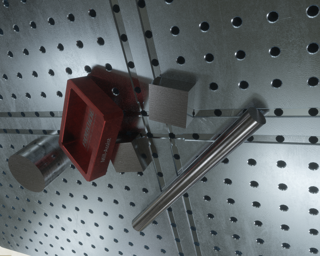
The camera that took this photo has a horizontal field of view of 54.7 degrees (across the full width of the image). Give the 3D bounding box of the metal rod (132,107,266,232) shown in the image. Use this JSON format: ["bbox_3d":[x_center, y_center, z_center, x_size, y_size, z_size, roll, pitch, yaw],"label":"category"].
[{"bbox_3d":[0.036,0.076,0.439,0.025,0.025,0.298,40,129,1],"label":"metal rod"}]

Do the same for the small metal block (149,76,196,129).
[{"bbox_3d":[0.014,-0.032,0.384,0.050,0.025,0.050,14,124,20],"label":"small metal block"}]

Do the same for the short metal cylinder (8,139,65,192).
[{"bbox_3d":[-0.220,0.067,0.553,0.080,0.050,0.079,13,124,21],"label":"short metal cylinder"}]

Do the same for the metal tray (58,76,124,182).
[{"bbox_3d":[-0.104,0.003,0.444,0.090,0.030,0.129,44,133,26],"label":"metal tray"}]

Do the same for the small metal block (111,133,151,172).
[{"bbox_3d":[-0.048,0.038,0.460,0.050,0.025,0.050,-7,115,31],"label":"small metal block"}]
